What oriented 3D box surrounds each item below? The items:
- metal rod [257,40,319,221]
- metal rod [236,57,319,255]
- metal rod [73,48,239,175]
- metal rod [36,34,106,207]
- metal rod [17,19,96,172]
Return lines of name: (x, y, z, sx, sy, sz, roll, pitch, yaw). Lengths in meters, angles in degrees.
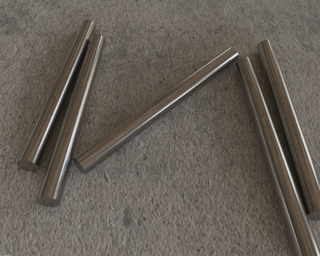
metal rod: (0.171, -0.022, 0.422, 0.025, 0.025, 0.300, 1, 50, 1)
metal rod: (0.138, 0.012, 0.393, 0.025, 0.025, 0.300, -2, 50, -1)
metal rod: (0.011, -0.037, 0.433, 0.025, 0.025, 0.302, 37, 59, 27)
metal rod: (-0.113, -0.035, 0.431, 0.025, 0.025, 0.300, 2, 50, 2)
metal rod: (-0.141, -0.070, 0.460, 0.025, 0.025, 0.300, 4, 50, 3)
